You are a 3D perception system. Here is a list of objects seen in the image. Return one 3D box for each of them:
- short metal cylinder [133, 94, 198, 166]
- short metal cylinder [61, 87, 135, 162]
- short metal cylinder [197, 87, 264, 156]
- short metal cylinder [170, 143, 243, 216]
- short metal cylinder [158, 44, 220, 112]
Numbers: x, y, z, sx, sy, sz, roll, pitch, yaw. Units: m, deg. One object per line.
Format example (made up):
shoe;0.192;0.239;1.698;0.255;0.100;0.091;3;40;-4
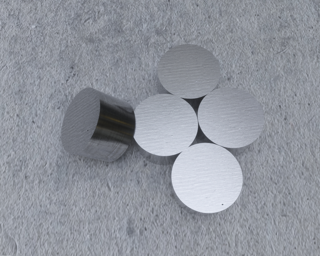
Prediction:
short metal cylinder;0.005;0.003;0.395;0.081;0.050;0.080;0;70;0
short metal cylinder;-0.076;-0.003;0.375;0.080;0.050;0.080;-20;61;40
short metal cylinder;0.086;-0.006;0.399;0.081;0.050;0.080;0;70;0
short metal cylinder;0.053;0.063;0.373;0.081;0.050;0.080;0;70;0
short metal cylinder;0.037;-0.065;0.420;0.081;0.050;0.080;0;70;0
